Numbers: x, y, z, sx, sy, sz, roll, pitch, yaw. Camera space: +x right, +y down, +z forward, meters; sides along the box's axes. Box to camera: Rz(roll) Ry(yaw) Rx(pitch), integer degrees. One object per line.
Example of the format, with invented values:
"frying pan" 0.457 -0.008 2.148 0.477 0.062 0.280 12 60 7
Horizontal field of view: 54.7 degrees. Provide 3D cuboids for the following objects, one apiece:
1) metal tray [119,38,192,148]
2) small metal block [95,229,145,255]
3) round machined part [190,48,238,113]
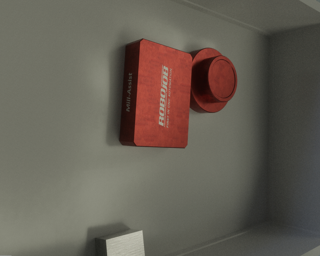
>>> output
"metal tray" -0.003 -0.040 0.403 0.091 0.030 0.129 6 87 -40
"small metal block" -0.046 0.151 0.365 0.050 0.025 0.050 0 80 -40
"round machined part" 0.079 -0.071 0.464 0.099 0.042 0.097 0 90 -40
